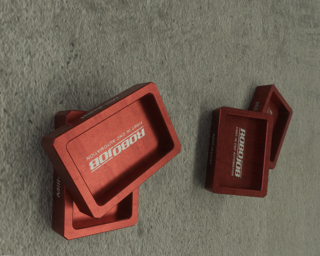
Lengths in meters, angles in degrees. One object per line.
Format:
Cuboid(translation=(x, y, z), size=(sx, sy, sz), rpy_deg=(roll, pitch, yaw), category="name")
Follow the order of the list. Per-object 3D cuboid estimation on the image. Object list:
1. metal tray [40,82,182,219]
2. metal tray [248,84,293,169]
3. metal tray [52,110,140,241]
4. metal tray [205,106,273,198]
Cuboid(translation=(-0.043, 0.018, 0.325), size=(0.131, 0.030, 0.090), rpy_deg=(-36, 112, -34), category="metal tray")
Cuboid(translation=(0.192, -0.002, 0.561), size=(0.090, 0.030, 0.130), rpy_deg=(40, 66, -33), category="metal tray")
Cuboid(translation=(-0.068, 0.047, 0.343), size=(0.091, 0.030, 0.129), rpy_deg=(2, 89, -40), category="metal tray")
Cuboid(translation=(0.123, 0.038, 0.480), size=(0.091, 0.030, 0.129), rpy_deg=(8, 84, -14), category="metal tray")
